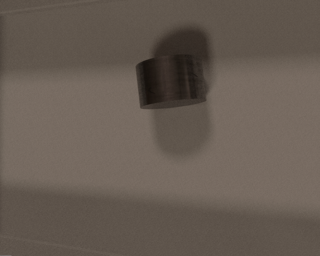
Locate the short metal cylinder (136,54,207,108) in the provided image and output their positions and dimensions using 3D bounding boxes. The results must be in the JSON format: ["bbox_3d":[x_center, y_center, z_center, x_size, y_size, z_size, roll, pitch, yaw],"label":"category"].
[{"bbox_3d":[0.013,-0.053,0.376,0.080,0.080,0.050,-7,88,19],"label":"short metal cylinder"}]
